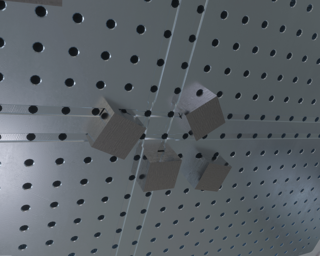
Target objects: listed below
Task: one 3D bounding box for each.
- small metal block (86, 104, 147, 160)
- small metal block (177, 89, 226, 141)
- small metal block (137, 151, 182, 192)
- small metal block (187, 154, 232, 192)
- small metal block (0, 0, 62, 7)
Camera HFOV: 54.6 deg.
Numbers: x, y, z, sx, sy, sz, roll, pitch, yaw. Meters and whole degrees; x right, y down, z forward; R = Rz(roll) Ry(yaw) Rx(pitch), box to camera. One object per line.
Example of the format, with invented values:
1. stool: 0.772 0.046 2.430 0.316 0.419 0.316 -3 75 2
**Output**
1. small metal block: -0.054 0.006 0.385 0.050 0.025 0.050 28 103 -38
2. small metal block: 0.058 -0.018 0.431 0.050 0.025 0.050 -32 129 -7
3. small metal block: -0.001 0.062 0.448 0.050 0.025 0.050 -1 119 -28
4. small metal block: 0.079 0.073 0.499 0.050 0.025 0.050 13 111 -34
5. small metal block: -0.112 -0.121 0.259 0.050 0.050 0.025 -4 120 -26
